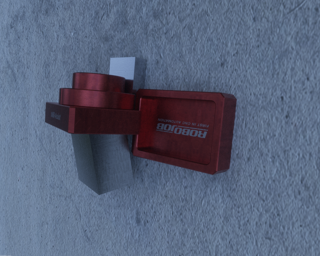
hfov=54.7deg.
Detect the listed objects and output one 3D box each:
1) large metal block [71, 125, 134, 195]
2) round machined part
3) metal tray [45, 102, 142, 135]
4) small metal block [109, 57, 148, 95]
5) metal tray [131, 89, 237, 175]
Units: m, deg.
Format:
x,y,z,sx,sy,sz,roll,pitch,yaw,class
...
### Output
x,y,z,sx,sy,sz,roll,pitch,yaw,class
-0.082,0.037,0.431,0.080,0.050,0.079,11,111,57,large metal block
-0.082,-0.049,0.410,0.098,0.099,0.042,8,95,39,round machined part
-0.094,-0.015,0.417,0.130,0.091,0.030,12,99,57,metal tray
-0.047,-0.074,0.443,0.050,0.025,0.050,9,95,39,small metal block
0.024,0.000,0.382,0.130,0.030,0.089,8,95,39,metal tray
